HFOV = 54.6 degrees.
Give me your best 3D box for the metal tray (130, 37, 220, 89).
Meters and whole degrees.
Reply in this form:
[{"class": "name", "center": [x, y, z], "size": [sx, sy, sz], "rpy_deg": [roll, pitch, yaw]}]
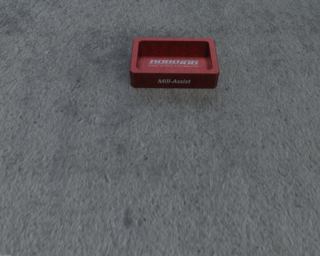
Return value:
[{"class": "metal tray", "center": [0.022, -0.103, 0.486], "size": [0.131, 0.030, 0.090], "rpy_deg": [1, 50, 0]}]
